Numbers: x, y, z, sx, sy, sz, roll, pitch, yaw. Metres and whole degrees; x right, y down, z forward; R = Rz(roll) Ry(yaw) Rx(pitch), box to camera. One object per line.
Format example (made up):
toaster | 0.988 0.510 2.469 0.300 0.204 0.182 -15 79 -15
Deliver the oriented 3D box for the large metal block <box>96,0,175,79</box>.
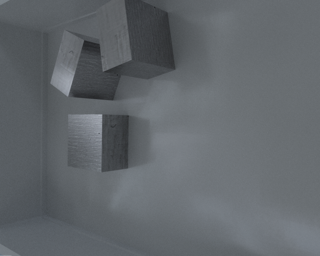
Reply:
large metal block | -0.030 -0.112 0.396 0.050 0.081 0.080 -12 82 39

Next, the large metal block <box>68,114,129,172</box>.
large metal block | -0.094 0.020 0.469 0.080 0.050 0.079 2 91 40

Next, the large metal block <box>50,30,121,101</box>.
large metal block | -0.103 -0.089 0.456 0.050 0.081 0.079 33 111 35
